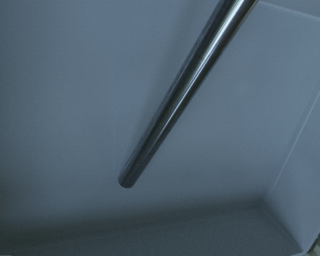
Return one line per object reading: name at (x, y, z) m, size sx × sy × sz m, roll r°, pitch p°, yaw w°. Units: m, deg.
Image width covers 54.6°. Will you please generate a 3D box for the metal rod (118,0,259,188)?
metal rod at (0.009, -0.016, 0.324) m, size 0.025 × 0.025 × 0.298 m, roll -1°, pitch 144°, yaw -28°
